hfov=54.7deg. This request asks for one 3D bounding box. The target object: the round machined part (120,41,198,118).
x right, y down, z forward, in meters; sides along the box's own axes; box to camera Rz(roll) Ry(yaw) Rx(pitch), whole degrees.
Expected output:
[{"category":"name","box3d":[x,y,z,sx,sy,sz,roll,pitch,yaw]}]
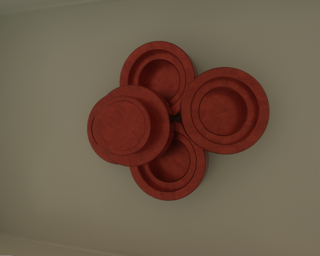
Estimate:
[{"category":"round machined part","box3d":[0.002,-0.058,0.399,0.098,0.042,0.097,0,90,19]}]

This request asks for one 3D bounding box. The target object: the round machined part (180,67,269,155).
[{"category":"round machined part","box3d":[0.072,-0.019,0.363,0.099,0.042,0.097,0,87,-1]}]

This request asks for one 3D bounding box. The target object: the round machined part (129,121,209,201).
[{"category":"round machined part","box3d":[0.014,0.039,0.394,0.098,0.042,0.097,0,90,19]}]

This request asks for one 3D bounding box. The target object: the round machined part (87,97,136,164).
[{"category":"round machined part","box3d":[-0.056,0.001,0.417,0.098,0.042,0.097,0,90,19]}]

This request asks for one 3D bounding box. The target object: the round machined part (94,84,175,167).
[{"category":"round machined part","box3d":[-0.036,-0.003,0.365,0.098,0.042,0.097,0,90,19]}]
